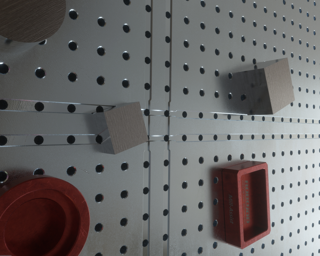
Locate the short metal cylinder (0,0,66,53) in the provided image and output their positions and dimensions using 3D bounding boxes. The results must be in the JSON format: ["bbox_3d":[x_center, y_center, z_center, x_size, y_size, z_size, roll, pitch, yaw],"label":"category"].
[{"bbox_3d":[-0.134,-0.113,0.280,0.081,0.050,0.080,0,90,-40],"label":"short metal cylinder"}]

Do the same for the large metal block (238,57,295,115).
[{"bbox_3d":[0.192,-0.074,0.553,0.081,0.050,0.080,-26,107,-37],"label":"large metal block"}]

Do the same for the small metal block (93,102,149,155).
[{"bbox_3d":[-0.046,-0.001,0.371,0.050,0.025,0.050,-21,104,-38],"label":"small metal block"}]

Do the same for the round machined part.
[{"bbox_3d":[-0.122,0.093,0.296,0.099,0.042,0.097,0,90,-40],"label":"round machined part"}]

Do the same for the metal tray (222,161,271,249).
[{"bbox_3d":[0.150,0.128,0.531,0.091,0.030,0.129,-7,94,-40],"label":"metal tray"}]
